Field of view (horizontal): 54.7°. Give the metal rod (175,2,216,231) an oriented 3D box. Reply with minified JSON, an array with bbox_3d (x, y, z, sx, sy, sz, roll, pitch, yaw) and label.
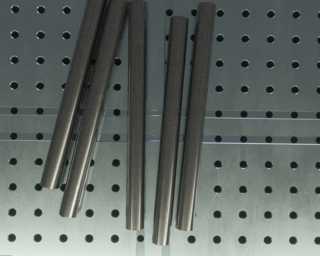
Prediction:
[{"bbox_3d":[0.048,-0.015,0.414,0.025,0.025,0.298,6,90,-1],"label":"metal rod"}]

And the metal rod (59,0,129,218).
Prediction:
[{"bbox_3d":[-0.087,-0.030,0.412,0.025,0.025,0.298,13,90,-1],"label":"metal rod"}]

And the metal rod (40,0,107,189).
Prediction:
[{"bbox_3d":[-0.110,-0.067,0.411,0.025,0.025,0.298,14,90,-1],"label":"metal rod"}]

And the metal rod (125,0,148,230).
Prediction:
[{"bbox_3d":[-0.031,-0.017,0.412,0.025,0.025,0.298,1,90,-1],"label":"metal rod"}]

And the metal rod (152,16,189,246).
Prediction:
[{"bbox_3d":[0.014,0.004,0.413,0.025,0.025,0.298,5,90,-1],"label":"metal rod"}]
